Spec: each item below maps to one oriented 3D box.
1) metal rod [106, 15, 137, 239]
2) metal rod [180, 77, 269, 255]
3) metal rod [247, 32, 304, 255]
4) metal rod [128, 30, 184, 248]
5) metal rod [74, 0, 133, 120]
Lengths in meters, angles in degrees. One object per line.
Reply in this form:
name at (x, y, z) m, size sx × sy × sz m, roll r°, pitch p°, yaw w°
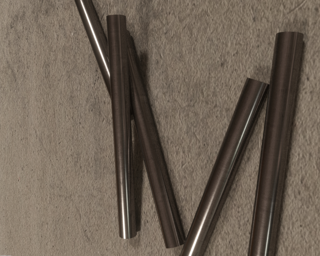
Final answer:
metal rod at (-0.051, 0.004, 0.419) m, size 0.025 × 0.025 × 0.298 m, roll 5°, pitch 101°, yaw 39°
metal rod at (0.058, 0.089, 0.355) m, size 0.025 × 0.025 × 0.298 m, roll 28°, pitch 107°, yaw 36°
metal rod at (0.111, 0.057, 0.312) m, size 0.025 × 0.025 × 0.298 m, roll 10°, pitch 96°, yaw 39°
metal rod at (-0.018, 0.005, 0.417) m, size 0.025 × 0.025 × 0.299 m, roll -24°, pitch 75°, yaw 37°
metal rod at (-0.101, -0.145, 0.485) m, size 0.025 × 0.025 × 0.299 m, roll -35°, pitch 69°, yaw 34°
